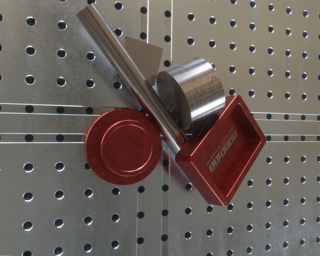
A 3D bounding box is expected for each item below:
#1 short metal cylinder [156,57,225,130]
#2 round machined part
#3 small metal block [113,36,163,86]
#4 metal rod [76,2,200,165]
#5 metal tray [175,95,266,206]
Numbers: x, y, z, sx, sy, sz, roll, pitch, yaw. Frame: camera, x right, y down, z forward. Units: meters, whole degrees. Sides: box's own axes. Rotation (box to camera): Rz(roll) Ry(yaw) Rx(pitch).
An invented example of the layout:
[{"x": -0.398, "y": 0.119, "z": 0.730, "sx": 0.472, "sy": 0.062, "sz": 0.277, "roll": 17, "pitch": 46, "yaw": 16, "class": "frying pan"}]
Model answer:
[{"x": 0.038, "y": -0.044, "z": 0.398, "sx": 0.050, "sy": 0.080, "sz": 0.080, "roll": -27, "pitch": 99, "yaw": -18, "class": "short metal cylinder"}, {"x": -0.043, "y": 0.024, "z": 0.387, "sx": 0.099, "sy": 0.042, "sz": 0.097, "roll": 0, "pitch": 90, "yaw": -21, "class": "round machined part"}, {"x": -0.029, "y": -0.085, "z": 0.403, "sx": 0.050, "sy": 0.025, "sz": 0.050, "roll": 14, "pitch": 85, "yaw": -20, "class": "small metal block"}, {"x": -0.001, "y": -0.018, "z": 0.395, "sx": 0.025, "sy": 0.025, "sz": 0.299, "roll": -42, "pitch": 111, "yaw": -15, "class": "metal rod"}, {"x": 0.088, "y": 0.028, "z": 0.421, "sx": 0.130, "sy": 0.030, "sz": 0.090, "roll": -49, "pitch": 113, "yaw": -29, "class": "metal tray"}]
